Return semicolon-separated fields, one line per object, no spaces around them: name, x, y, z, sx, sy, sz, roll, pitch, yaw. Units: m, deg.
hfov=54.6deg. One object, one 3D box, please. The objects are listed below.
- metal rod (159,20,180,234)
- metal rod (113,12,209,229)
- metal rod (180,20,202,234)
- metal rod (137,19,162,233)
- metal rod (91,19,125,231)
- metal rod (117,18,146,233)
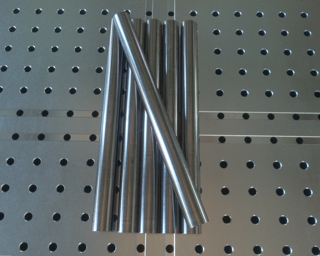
metal rod;0.014;-0.016;0.418;0.025;0.025;0.299;1;70;0
metal rod;-0.006;-0.024;0.394;0.025;0.025;0.299;-18;71;-6
metal rod;0.040;-0.015;0.418;0.025;0.025;0.299;1;70;0
metal rod;-0.012;-0.016;0.417;0.025;0.025;0.299;1;70;0
metal rod;-0.066;-0.018;0.417;0.025;0.025;0.299;1;70;0
metal rod;-0.036;-0.017;0.417;0.025;0.025;0.299;1;70;0
